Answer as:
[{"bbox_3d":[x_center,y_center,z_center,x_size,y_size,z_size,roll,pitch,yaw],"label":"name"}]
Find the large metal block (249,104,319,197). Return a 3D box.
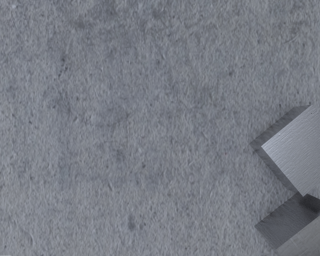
[{"bbox_3d":[0.179,0.027,0.400,0.080,0.050,0.080,-40,91,0],"label":"large metal block"}]

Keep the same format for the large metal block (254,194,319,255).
[{"bbox_3d":[0.176,0.130,0.385,0.080,0.080,0.050,-38,90,0],"label":"large metal block"}]
